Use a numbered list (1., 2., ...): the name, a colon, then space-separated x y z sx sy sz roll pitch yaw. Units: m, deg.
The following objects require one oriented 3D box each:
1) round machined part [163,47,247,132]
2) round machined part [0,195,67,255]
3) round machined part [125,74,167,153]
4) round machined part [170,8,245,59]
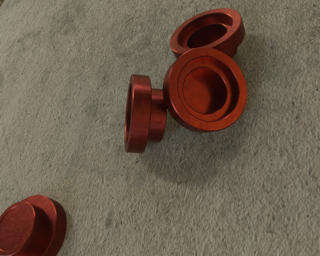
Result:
1. round machined part: 0.050 -0.043 0.370 0.098 0.098 0.042 -60 11 -15
2. round machined part: -0.175 0.134 0.403 0.098 0.042 0.098 -13 56 21
3. round machined part: -0.018 -0.017 0.390 0.042 0.097 0.098 4 57 -11
4. round machined part: 0.067 -0.116 0.421 0.098 0.042 0.098 -17 43 17
